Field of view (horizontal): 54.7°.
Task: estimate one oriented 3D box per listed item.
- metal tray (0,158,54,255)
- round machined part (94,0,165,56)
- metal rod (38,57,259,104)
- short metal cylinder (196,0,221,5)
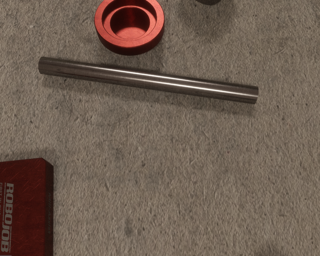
[{"bbox_3d":[-0.176,0.105,0.365,0.091,0.030,0.129,-6,70,-3],"label":"metal tray"},{"bbox_3d":[-0.043,-0.147,0.452,0.099,0.042,0.098,0,70,-1],"label":"round machined part"},{"bbox_3d":[-0.017,-0.067,0.432,0.302,0.025,0.025,8,70,2],"label":"metal rod"},{"bbox_3d":[0.075,-0.236,0.466,0.080,0.080,0.050,32,73,11],"label":"short metal cylinder"}]
